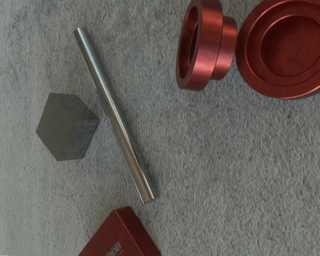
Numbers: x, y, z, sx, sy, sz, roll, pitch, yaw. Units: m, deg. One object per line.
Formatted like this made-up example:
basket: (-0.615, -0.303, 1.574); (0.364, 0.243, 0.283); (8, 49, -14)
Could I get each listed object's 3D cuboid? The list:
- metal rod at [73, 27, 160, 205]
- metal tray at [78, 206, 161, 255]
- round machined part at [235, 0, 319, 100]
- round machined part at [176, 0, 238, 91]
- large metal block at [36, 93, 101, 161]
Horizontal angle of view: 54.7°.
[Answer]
metal rod: (-0.072, -0.030, 0.464); (0.025, 0.025, 0.299); (-39, 67, 33)
metal tray: (-0.064, 0.190, 0.455); (0.090, 0.030, 0.129); (51, 120, 28)
round machined part: (0.125, -0.075, 0.291); (0.098, 0.042, 0.097); (0, 90, 40)
round machined part: (0.050, -0.088, 0.332); (0.098, 0.042, 0.097); (-172, 89, -80)
large metal block: (-0.155, -0.003, 0.517); (0.080, 0.050, 0.080); (42, 115, 32)
